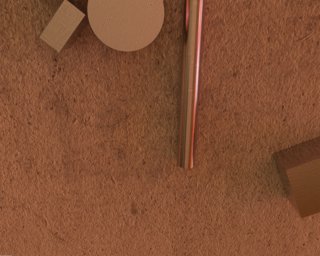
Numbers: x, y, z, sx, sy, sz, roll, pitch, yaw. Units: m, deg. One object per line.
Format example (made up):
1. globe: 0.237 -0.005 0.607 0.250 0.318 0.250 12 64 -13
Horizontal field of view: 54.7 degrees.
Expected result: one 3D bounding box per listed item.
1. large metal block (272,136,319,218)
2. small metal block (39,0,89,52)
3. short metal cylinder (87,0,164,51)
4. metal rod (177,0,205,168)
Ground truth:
1. large metal block: 0.212 0.065 0.423 0.080 0.050 0.080 -22 109 7
2. small metal block: -0.104 -0.117 0.352 0.025 0.050 0.050 38 106 -13
3. short metal cylinder: -0.036 -0.130 0.348 0.081 0.050 0.079 0 110 -1
4. metal rod: 0.038 -0.090 0.377 0.025 0.025 0.298 1 110 -1
